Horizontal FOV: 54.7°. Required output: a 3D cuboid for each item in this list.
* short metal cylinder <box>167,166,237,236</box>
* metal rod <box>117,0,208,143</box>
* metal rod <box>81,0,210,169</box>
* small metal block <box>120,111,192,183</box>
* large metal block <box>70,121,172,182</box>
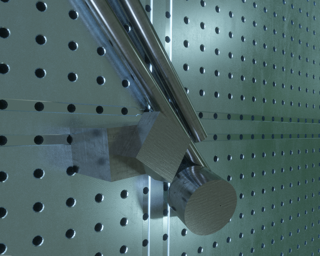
[{"bbox_3d":[0.057,0.098,0.425,0.081,0.050,0.079,-7,108,-23],"label":"short metal cylinder"},{"bbox_3d":[-0.010,-0.105,0.400,0.025,0.025,0.299,-45,117,-31],"label":"metal rod"},{"bbox_3d":[-0.007,-0.042,0.402,0.025,0.025,0.299,-48,119,-29],"label":"metal rod"},{"bbox_3d":[-0.003,0.019,0.303,0.050,0.025,0.050,41,65,-33],"label":"small metal block"},{"bbox_3d":[-0.042,0.021,0.339,0.081,0.080,0.050,-7,95,-40],"label":"large metal block"}]
